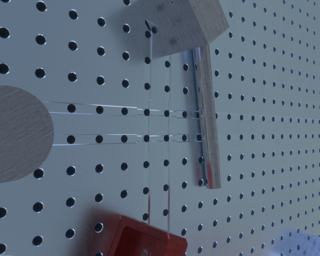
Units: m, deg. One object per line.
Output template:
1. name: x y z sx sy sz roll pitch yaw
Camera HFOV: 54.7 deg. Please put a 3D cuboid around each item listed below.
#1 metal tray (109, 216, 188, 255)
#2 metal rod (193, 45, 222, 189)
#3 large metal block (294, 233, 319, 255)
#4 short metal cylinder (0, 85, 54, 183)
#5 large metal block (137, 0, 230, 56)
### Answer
1. metal tray: -0.028 0.174 0.343 0.030 0.090 0.130 31 71 -36
2. metal rod: 0.067 -0.057 0.465 0.025 0.025 0.298 -11 97 -40
3. large metal block: 0.340 0.295 0.678 0.081 0.050 0.080 -35 112 -35
4. short metal cylinder: -0.143 0.005 0.273 0.081 0.050 0.080 0 90 -40
5. large metal block: 0.029 -0.146 0.397 0.050 0.080 0.080 -44 117 -31
